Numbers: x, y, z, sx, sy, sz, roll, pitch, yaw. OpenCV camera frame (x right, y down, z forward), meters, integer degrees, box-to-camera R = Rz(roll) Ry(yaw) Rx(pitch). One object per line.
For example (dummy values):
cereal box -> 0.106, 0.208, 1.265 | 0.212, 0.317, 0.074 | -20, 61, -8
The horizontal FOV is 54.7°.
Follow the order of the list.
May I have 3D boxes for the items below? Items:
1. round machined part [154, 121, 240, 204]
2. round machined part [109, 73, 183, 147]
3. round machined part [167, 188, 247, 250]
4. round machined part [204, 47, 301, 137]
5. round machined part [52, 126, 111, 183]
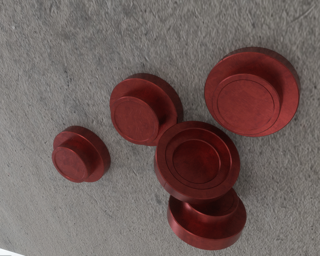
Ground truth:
round machined part -> 0.041, 0.043, 0.370 | 0.098, 0.098, 0.042 | 30, 150, 9
round machined part -> -0.023, -0.017, 0.398 | 0.098, 0.042, 0.097 | 13, 124, 21
round machined part -> 0.060, 0.098, 0.389 | 0.098, 0.098, 0.042 | 19, 126, 17
round machined part -> 0.093, -0.032, 0.327 | 0.098, 0.042, 0.097 | 13, 124, 21
round machined part -> -0.132, 0.049, 0.496 | 0.098, 0.042, 0.097 | 13, 124, 21
